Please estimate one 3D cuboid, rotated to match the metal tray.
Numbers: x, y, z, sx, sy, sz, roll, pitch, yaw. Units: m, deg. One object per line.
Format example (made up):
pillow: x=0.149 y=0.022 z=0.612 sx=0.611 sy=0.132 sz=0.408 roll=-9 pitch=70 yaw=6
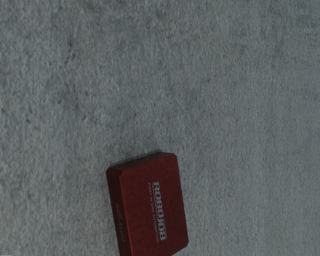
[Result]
metal tray: x=-0.013 y=0.103 z=0.393 sx=0.091 sy=0.030 sz=0.129 roll=-14 pitch=99 yaw=-39
